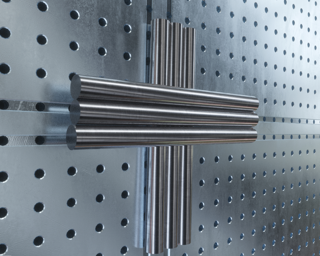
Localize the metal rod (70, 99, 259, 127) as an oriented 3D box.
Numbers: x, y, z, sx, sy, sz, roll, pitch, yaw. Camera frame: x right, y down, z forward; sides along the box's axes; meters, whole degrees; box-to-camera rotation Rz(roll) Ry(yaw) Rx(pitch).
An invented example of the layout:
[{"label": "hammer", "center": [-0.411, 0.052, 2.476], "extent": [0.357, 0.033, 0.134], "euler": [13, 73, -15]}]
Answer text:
[{"label": "metal rod", "center": [0.032, -0.015, 0.402], "extent": [0.302, 0.025, 0.025], "euler": [1, 90, -40]}]

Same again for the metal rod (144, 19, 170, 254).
[{"label": "metal rod", "center": [-0.004, 0.010, 0.405], "extent": [0.025, 0.025, 0.298], "euler": [2, 89, -40]}]

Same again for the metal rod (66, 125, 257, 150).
[{"label": "metal rod", "center": [0.029, 0.010, 0.400], "extent": [0.302, 0.025, 0.025], "euler": [1, 90, -40]}]

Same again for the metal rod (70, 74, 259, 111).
[{"label": "metal rod", "center": [0.033, -0.040, 0.403], "extent": [0.302, 0.025, 0.025], "euler": [1, 90, -40]}]

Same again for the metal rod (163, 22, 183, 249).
[{"label": "metal rod", "center": [0.015, 0.009, 0.421], "extent": [0.025, 0.025, 0.298], "euler": [2, 89, -40]}]

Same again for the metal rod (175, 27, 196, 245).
[{"label": "metal rod", "center": [0.035, 0.010, 0.437], "extent": [0.025, 0.025, 0.298], "euler": [2, 89, -40]}]
